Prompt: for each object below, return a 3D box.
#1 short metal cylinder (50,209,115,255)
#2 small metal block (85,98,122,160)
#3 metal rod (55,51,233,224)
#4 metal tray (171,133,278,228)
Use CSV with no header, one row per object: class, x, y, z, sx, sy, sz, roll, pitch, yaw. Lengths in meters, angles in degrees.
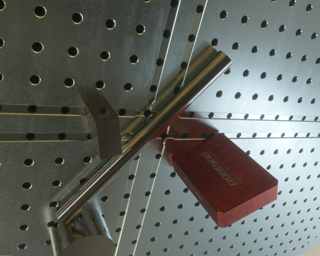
short metal cylinder,-0.110,0.162,0.436,0.081,0.050,0.079,-14,124,-21
small metal block,-0.066,0.000,0.359,0.025,0.050,0.050,-14,125,-21
metal rod,-0.022,0.013,0.406,0.300,0.025,0.025,-44,129,2
metal tray,0.085,0.065,0.430,0.091,0.130,0.030,-23,127,-15
